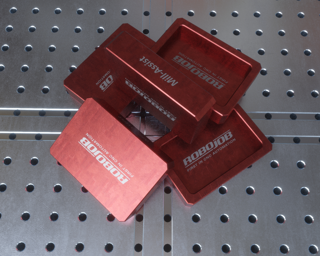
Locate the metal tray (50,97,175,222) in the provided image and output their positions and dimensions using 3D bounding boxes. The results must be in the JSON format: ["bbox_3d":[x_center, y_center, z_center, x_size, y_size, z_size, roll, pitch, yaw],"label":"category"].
[{"bbox_3d":[-0.060,0.036,0.375,0.130,0.030,0.090,41,100,13],"label":"metal tray"}]

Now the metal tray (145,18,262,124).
[{"bbox_3d":[0.052,-0.077,0.405,0.130,0.030,0.090,34,73,11],"label":"metal tray"}]

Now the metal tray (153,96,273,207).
[{"bbox_3d":[0.064,0.028,0.398,0.131,0.030,0.090,-32,73,-11],"label":"metal tray"}]

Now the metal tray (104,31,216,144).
[{"bbox_3d":[-0.002,-0.043,0.360,0.130,0.090,0.030,39,75,12],"label":"metal tray"}]

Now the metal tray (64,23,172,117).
[{"bbox_3d":[-0.056,-0.076,0.435,0.090,0.030,0.130,37,74,12],"label":"metal tray"}]
